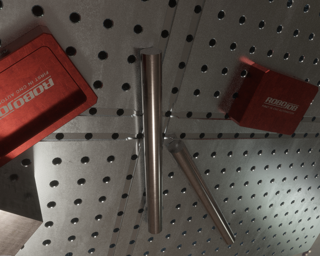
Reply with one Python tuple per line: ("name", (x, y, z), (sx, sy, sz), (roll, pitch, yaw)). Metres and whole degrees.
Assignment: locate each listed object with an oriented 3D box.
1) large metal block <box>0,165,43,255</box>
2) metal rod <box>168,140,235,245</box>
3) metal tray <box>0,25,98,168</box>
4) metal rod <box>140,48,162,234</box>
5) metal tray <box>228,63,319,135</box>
("large metal block", (-0.179, 0.097, 0.338), (0.080, 0.080, 0.050), (-49, 129, 6))
("metal rod", (0.082, 0.126, 0.536), (0.025, 0.025, 0.299), (-35, 129, -5))
("metal tray", (-0.142, -0.029, 0.312), (0.130, 0.030, 0.090), (-35, 129, -5))
("metal rod", (-0.009, 0.039, 0.431), (0.025, 0.025, 0.298), (-14, 125, -21))
("metal tray", (0.178, -0.040, 0.483), (0.131, 0.030, 0.089), (9, 114, -33))
